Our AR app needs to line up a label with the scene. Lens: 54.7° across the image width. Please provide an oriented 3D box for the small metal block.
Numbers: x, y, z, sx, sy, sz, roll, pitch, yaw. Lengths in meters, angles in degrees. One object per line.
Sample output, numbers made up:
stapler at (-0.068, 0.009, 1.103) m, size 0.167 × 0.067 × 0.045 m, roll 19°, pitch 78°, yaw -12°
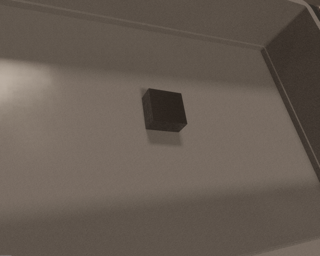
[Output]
small metal block at (0.006, -0.024, 0.425) m, size 0.050 × 0.025 × 0.050 m, roll 6°, pitch 59°, yaw -26°
